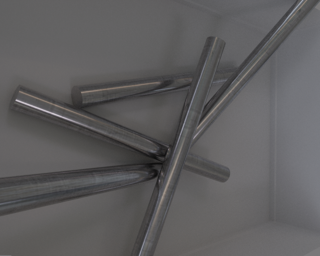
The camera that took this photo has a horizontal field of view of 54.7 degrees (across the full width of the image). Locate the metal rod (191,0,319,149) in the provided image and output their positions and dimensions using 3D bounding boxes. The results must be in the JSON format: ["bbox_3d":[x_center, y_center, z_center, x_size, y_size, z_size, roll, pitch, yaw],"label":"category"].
[{"bbox_3d":[0.126,-0.085,0.427,0.300,0.025,0.025,-49,123,2],"label":"metal rod"}]

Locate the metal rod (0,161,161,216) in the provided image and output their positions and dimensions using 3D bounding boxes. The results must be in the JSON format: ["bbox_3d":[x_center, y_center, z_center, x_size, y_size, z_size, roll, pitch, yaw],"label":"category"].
[{"bbox_3d":[-0.066,0.049,0.277,0.301,0.025,0.025,6,86,-63],"label":"metal rod"}]

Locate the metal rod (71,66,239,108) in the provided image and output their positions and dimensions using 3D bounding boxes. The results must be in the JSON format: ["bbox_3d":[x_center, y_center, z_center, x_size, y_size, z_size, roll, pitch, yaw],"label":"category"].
[{"bbox_3d":[0.025,-0.062,0.426,0.302,0.025,0.025,-15,100,-39],"label":"metal rod"}]

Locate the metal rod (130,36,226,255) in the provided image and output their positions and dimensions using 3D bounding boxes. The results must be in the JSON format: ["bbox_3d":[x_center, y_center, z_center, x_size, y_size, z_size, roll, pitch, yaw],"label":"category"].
[{"bbox_3d":[0.021,0.030,0.374,0.025,0.025,0.299,25,82,-37],"label":"metal rod"}]

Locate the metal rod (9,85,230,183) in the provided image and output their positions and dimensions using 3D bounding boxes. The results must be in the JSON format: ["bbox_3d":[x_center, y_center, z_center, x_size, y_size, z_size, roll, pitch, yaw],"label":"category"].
[{"bbox_3d":[-0.021,0.020,0.375,0.302,0.025,0.025,23,76,-34],"label":"metal rod"}]
